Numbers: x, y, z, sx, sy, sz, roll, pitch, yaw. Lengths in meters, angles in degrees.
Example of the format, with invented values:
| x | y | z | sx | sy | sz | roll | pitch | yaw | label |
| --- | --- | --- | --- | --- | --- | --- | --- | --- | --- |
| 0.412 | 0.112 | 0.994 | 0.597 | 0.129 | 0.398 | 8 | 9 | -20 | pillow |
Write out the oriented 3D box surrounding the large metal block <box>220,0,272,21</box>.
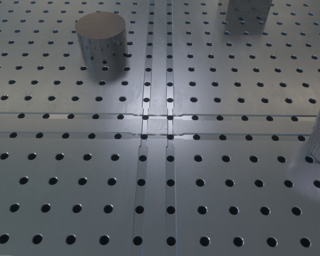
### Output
| x | y | z | sx | sy | sz | roll | pitch | yaw | label |
| --- | --- | --- | --- | --- | --- | --- | --- | --- | --- |
| 0.165 | -0.254 | 0.606 | 0.081 | 0.050 | 0.080 | -2 | 50 | -2 | large metal block |

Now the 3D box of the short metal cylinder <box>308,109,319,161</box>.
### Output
| x | y | z | sx | sy | sz | roll | pitch | yaw | label |
| --- | --- | --- | --- | --- | --- | --- | --- | --- | --- |
| 0.225 | 0.008 | 0.367 | 0.080 | 0.080 | 0.050 | 24 | 54 | 19 | short metal cylinder |

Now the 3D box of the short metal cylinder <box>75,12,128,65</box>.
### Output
| x | y | z | sx | sy | sz | roll | pitch | yaw | label |
| --- | --- | --- | --- | --- | --- | --- | --- | --- | --- |
| -0.096 | -0.150 | 0.517 | 0.081 | 0.050 | 0.080 | 0 | 50 | 0 | short metal cylinder |
